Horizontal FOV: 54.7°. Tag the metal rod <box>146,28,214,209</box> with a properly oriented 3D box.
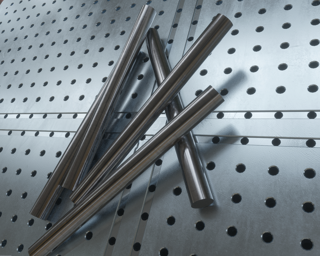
[{"bbox_3d":[0.015,-0.036,0.421,0.025,0.025,0.299,-24,53,13],"label":"metal rod"}]

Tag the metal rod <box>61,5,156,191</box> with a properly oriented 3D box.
[{"bbox_3d":[-0.070,-0.052,0.456,0.025,0.025,0.299,12,73,32],"label":"metal rod"}]

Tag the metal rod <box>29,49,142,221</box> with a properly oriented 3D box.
[{"bbox_3d":[-0.103,-0.008,0.465,0.025,0.025,0.300,14,68,33],"label":"metal rod"}]

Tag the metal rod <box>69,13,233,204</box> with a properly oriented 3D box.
[{"bbox_3d":[-0.013,-0.020,0.397,0.299,0.025,0.025,-51,51,3],"label":"metal rod"}]

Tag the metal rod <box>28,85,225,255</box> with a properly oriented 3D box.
[{"bbox_3d":[-0.045,0.059,0.372,0.300,0.025,0.025,-42,51,7],"label":"metal rod"}]
